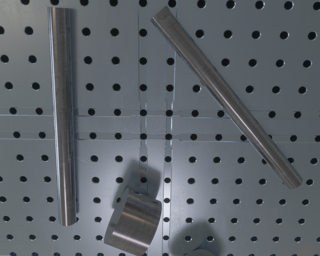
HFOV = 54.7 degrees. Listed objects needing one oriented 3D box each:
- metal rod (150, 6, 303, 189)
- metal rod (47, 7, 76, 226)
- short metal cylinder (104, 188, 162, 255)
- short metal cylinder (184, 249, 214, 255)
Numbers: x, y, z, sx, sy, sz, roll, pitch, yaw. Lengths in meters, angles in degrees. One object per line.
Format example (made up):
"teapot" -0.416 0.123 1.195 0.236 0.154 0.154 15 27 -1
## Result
"metal rod" 0.095 -0.028 0.403 0.025 0.025 0.300 -39 106 13
"metal rod" -0.128 -0.001 0.411 0.025 0.025 0.298 3 110 -2
"short metal cylinder" -0.038 0.130 0.432 0.050 0.080 0.080 25 108 -9
"short metal cylinder" 0.062 0.235 0.471 0.080 0.080 0.050 -30 107 10
